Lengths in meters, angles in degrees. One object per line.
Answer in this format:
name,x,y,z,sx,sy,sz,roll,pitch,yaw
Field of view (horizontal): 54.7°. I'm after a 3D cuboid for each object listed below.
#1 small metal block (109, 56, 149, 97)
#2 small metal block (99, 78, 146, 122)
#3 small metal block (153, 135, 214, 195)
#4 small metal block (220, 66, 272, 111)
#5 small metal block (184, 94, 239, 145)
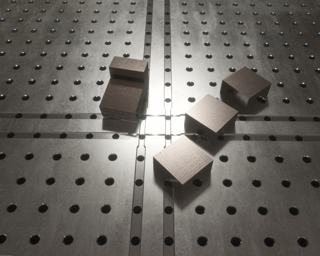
small metal block,-0.044,-0.074,0.453,0.050,0.050,0.025,10,51,8
small metal block,-0.051,-0.039,0.435,0.050,0.025,0.050,10,61,8
small metal block,0.027,0.043,0.372,0.050,0.025,0.050,-34,58,-25
small metal block,0.127,-0.060,0.459,0.050,0.025,0.050,-32,57,-24
small metal block,0.069,-0.013,0.420,0.050,0.025,0.050,35,58,25
